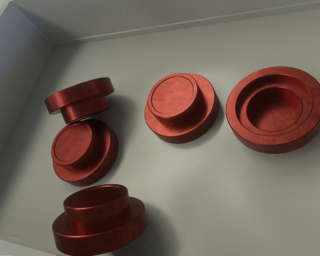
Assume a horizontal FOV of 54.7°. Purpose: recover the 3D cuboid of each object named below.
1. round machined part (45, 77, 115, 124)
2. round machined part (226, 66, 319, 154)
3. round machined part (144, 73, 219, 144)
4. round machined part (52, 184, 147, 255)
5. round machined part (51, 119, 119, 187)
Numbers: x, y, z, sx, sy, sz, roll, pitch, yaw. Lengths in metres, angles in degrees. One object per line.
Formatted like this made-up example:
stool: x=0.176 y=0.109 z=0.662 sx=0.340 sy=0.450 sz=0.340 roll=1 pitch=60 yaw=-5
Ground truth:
round machined part: x=-0.112 y=-0.036 z=0.451 sx=0.098 sy=0.098 sz=0.042 roll=-20 pitch=94 yaw=16
round machined part: x=0.126 y=-0.016 z=0.338 sx=0.098 sy=0.042 sz=0.098 roll=-13 pitch=56 yaw=20
round machined part: x=0.023 y=-0.032 z=0.401 sx=0.098 sy=0.042 sz=0.098 roll=-13 pitch=56 yaw=20
round machined part: x=-0.065 y=0.092 z=0.334 sx=0.098 sy=0.098 sz=0.042 roll=-5 pitch=99 yaw=25
round machined part: x=-0.111 y=0.029 z=0.434 sx=0.098 sy=0.042 sz=0.098 roll=-13 pitch=56 yaw=20
